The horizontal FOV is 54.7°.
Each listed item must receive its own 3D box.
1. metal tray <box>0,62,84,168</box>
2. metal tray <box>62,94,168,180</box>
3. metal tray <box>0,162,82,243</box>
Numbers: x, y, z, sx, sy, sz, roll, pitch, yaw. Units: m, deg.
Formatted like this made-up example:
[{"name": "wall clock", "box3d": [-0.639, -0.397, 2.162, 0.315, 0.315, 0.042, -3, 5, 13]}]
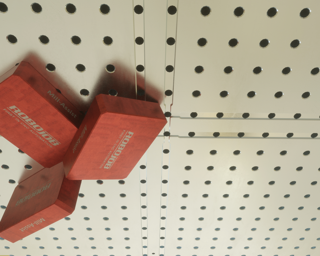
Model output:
[{"name": "metal tray", "box3d": [-0.158, -0.010, 0.397, 0.090, 0.030, 0.130, -27, 126, 21]}, {"name": "metal tray", "box3d": [-0.061, 0.018, 0.402, 0.091, 0.030, 0.129, 6, 134, -36]}, {"name": "metal tray", "box3d": [-0.173, 0.102, 0.453, 0.130, 0.090, 0.030, -29, 124, 22]}]
